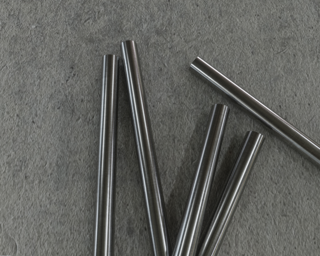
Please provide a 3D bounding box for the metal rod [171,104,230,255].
[{"bbox_3d":[0.038,0.103,0.356,0.025,0.025,0.300,16,65,6],"label":"metal rod"}]

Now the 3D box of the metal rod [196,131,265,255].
[{"bbox_3d":[0.057,0.136,0.358,0.025,0.025,0.300,26,72,9],"label":"metal rod"}]

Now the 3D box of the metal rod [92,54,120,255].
[{"bbox_3d":[-0.067,0.042,0.392,0.025,0.025,0.299,-1,70,-1],"label":"metal rod"}]

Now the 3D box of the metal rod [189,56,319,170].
[{"bbox_3d":[0.162,0.002,0.408,0.300,0.025,0.025,40,75,13],"label":"metal rod"}]

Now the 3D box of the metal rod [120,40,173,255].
[{"bbox_3d":[-0.020,0.018,0.401,0.025,0.025,0.299,-9,70,-3],"label":"metal rod"}]
